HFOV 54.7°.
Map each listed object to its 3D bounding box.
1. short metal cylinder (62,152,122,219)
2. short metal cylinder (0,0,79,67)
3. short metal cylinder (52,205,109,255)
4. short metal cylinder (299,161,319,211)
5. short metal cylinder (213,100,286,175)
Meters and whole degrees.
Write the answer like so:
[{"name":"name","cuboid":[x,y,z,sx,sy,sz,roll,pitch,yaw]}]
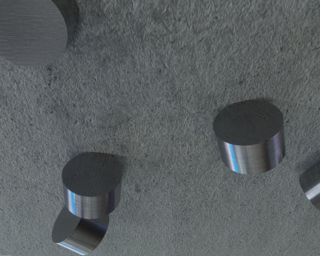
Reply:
[{"name":"short metal cylinder","cuboid":[-0.095,0.080,0.438,0.081,0.080,0.050,5,130,-5]},{"name":"short metal cylinder","cuboid":[-0.125,-0.106,0.299,0.081,0.050,0.079,0,130,0]},{"name":"short metal cylinder","cuboid":[-0.129,0.157,0.504,0.080,0.080,0.050,-34,122,25]},{"name":"short metal cylinder","cuboid":[0.251,0.084,0.445,0.080,0.080,0.050,24,126,-19]},{"name":"short metal cylinder","cuboid":[0.110,0.010,0.381,0.080,0.080,0.050,-13,129,11]}]
